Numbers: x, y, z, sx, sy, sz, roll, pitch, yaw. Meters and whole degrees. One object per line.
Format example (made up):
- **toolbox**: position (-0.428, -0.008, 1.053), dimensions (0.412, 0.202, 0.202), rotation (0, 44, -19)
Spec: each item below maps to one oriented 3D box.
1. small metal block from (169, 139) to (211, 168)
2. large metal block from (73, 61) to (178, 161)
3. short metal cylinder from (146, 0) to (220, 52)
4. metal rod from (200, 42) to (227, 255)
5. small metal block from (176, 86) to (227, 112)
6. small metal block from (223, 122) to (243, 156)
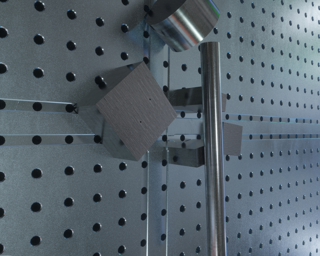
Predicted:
- **small metal block**: position (0.049, 0.034, 0.437), dimensions (0.050, 0.050, 0.025), rotation (-15, 100, -39)
- **large metal block**: position (-0.038, -0.019, 0.363), dimensions (0.080, 0.050, 0.080), rotation (-49, 119, -29)
- **short metal cylinder**: position (0.029, -0.146, 0.399), dimensions (0.050, 0.080, 0.080), rotation (40, 65, -33)
- **metal rod**: position (0.071, 0.040, 0.405), dimensions (0.025, 0.025, 0.298), rotation (-5, 93, -40)
- **small metal block**: position (0.059, -0.040, 0.445), dimensions (0.050, 0.050, 0.025), rotation (12, 82, -40)
- **small metal block**: position (0.107, 0.018, 0.502), dimensions (0.050, 0.025, 0.050), rotation (10, 84, -40)
